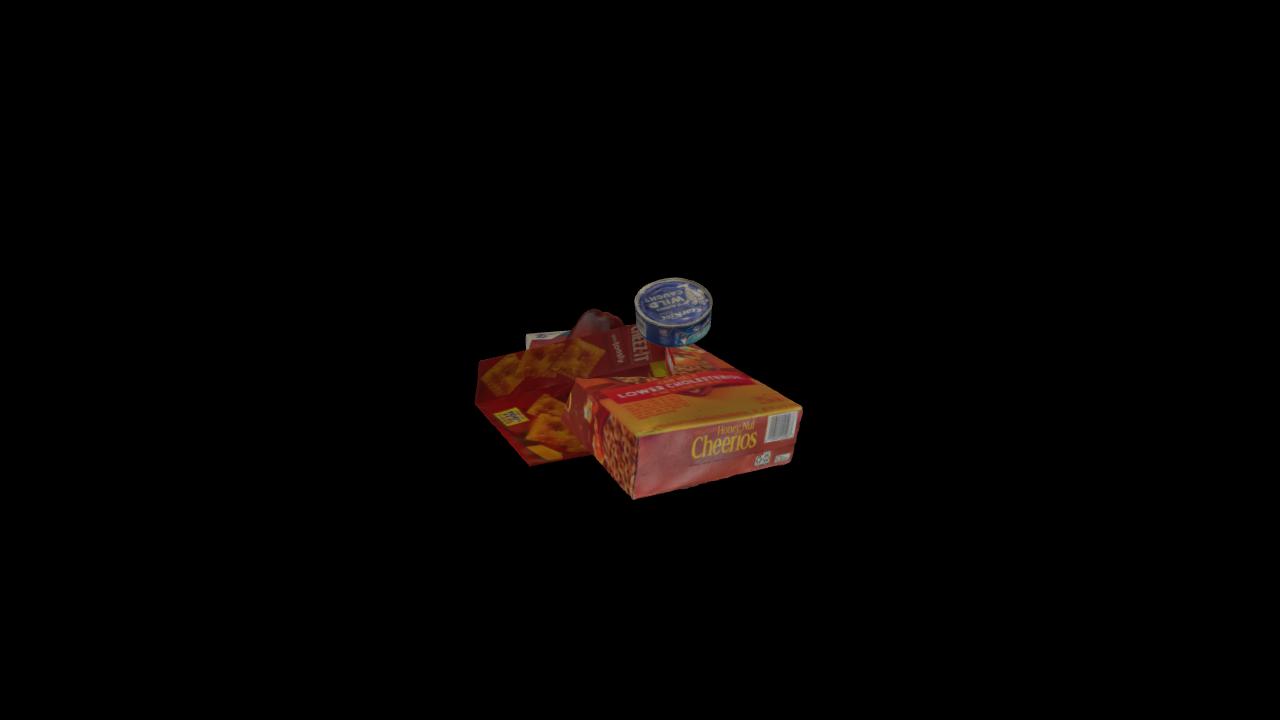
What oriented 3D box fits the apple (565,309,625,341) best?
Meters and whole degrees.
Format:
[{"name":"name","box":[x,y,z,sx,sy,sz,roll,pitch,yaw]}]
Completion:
[{"name":"apple","box":[-0.054,-0.014,0.751,0.079,0.093,0.079,20,7,-3]}]

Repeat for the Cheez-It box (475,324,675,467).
[{"name":"Cheez-It box","box":[-0.060,0.048,0.741,0.223,0.071,0.166,-12,-38,8]}]

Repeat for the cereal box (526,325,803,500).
[{"name":"cereal box","box":[0.008,0.037,0.724,0.203,0.081,0.306,-6,24,-28]}]

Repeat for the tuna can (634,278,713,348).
[{"name":"tuna can","box":[0.036,-0.052,0.669,0.084,0.034,0.084,-1,43,1]}]
